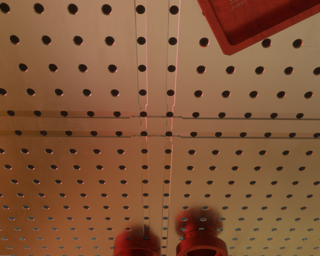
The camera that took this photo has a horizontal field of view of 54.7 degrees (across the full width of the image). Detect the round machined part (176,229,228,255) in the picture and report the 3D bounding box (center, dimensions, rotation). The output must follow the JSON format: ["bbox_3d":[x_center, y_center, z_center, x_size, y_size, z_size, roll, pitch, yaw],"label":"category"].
[{"bbox_3d":[0.080,0.234,0.600,0.099,0.042,0.097,0,130,0],"label":"round machined part"}]

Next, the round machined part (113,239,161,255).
[{"bbox_3d":[-0.047,0.270,0.630,0.099,0.042,0.097,0,130,0],"label":"round machined part"}]

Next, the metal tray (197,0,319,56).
[{"bbox_3d":[0.103,-0.137,0.292,0.130,0.030,0.090,-24,127,19],"label":"metal tray"}]
